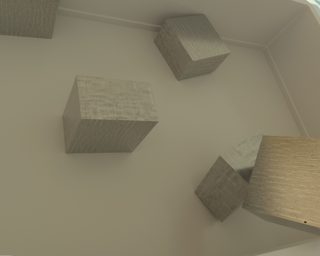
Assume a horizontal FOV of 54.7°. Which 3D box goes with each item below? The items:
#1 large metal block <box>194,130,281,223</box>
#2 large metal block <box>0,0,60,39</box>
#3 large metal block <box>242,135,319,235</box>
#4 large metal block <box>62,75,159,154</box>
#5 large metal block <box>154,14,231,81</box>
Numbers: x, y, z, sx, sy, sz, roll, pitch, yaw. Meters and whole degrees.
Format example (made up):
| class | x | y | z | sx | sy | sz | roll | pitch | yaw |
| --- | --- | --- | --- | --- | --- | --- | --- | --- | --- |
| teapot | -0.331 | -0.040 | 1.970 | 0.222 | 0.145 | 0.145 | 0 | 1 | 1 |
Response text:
| class | x | y | z | sx | sy | sz | roll | pitch | yaw |
| --- | --- | --- | --- | --- | --- | --- | --- | --- | --- |
| large metal block | 0.100 | 0.059 | 0.382 | 0.081 | 0.079 | 0.050 | -25 | 62 | -37 |
| large metal block | -0.171 | -0.158 | 0.374 | 0.081 | 0.080 | 0.050 | -4 | 64 | -30 |
| large metal block | 0.138 | 0.055 | 0.302 | 0.050 | 0.080 | 0.080 | 34 | 70 | -36 |
| large metal block | -0.059 | -0.011 | 0.345 | 0.081 | 0.080 | 0.050 | 1 | 61 | -28 |
| large metal block | 0.050 | -0.129 | 0.493 | 0.081 | 0.050 | 0.080 | -20 | 73 | -33 |
